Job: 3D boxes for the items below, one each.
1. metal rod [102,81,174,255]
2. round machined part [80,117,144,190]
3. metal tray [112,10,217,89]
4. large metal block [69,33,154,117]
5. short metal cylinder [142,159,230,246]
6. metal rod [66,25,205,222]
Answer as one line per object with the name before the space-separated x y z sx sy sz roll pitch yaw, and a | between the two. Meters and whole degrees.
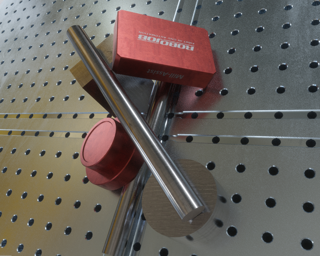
metal rod | -0.014 0.012 0.407 0.025 0.025 0.300 3 63 29
round machined part | -0.063 0.026 0.393 0.098 0.042 0.098 -27 45 31
metal tray | 0.005 -0.105 0.415 0.131 0.030 0.090 7 55 -16
large metal block | -0.069 -0.075 0.454 0.080 0.080 0.050 -41 51 0
short metal cylinder | 0.028 0.079 0.329 0.080 0.050 0.080 -13 56 20
metal rod | -0.044 -0.027 0.356 0.025 0.025 0.300 -37 59 3
